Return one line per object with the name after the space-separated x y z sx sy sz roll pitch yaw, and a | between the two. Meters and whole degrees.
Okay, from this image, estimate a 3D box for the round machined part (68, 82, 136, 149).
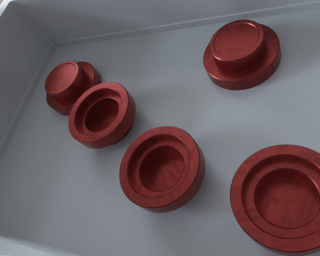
-0.078 -0.014 0.442 0.098 0.042 0.098 -13 56 20 | round machined part

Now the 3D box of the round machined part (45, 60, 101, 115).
-0.151 -0.073 0.517 0.098 0.042 0.098 -13 56 20 | round machined part

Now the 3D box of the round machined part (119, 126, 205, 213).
0.006 0.050 0.360 0.098 0.042 0.098 -13 56 20 | round machined part

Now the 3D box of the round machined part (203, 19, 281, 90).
0.103 -0.101 0.402 0.098 0.042 0.098 -13 56 20 | round machined part

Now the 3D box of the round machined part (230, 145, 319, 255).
0.119 0.068 0.290 0.098 0.042 0.098 -13 56 20 | round machined part
